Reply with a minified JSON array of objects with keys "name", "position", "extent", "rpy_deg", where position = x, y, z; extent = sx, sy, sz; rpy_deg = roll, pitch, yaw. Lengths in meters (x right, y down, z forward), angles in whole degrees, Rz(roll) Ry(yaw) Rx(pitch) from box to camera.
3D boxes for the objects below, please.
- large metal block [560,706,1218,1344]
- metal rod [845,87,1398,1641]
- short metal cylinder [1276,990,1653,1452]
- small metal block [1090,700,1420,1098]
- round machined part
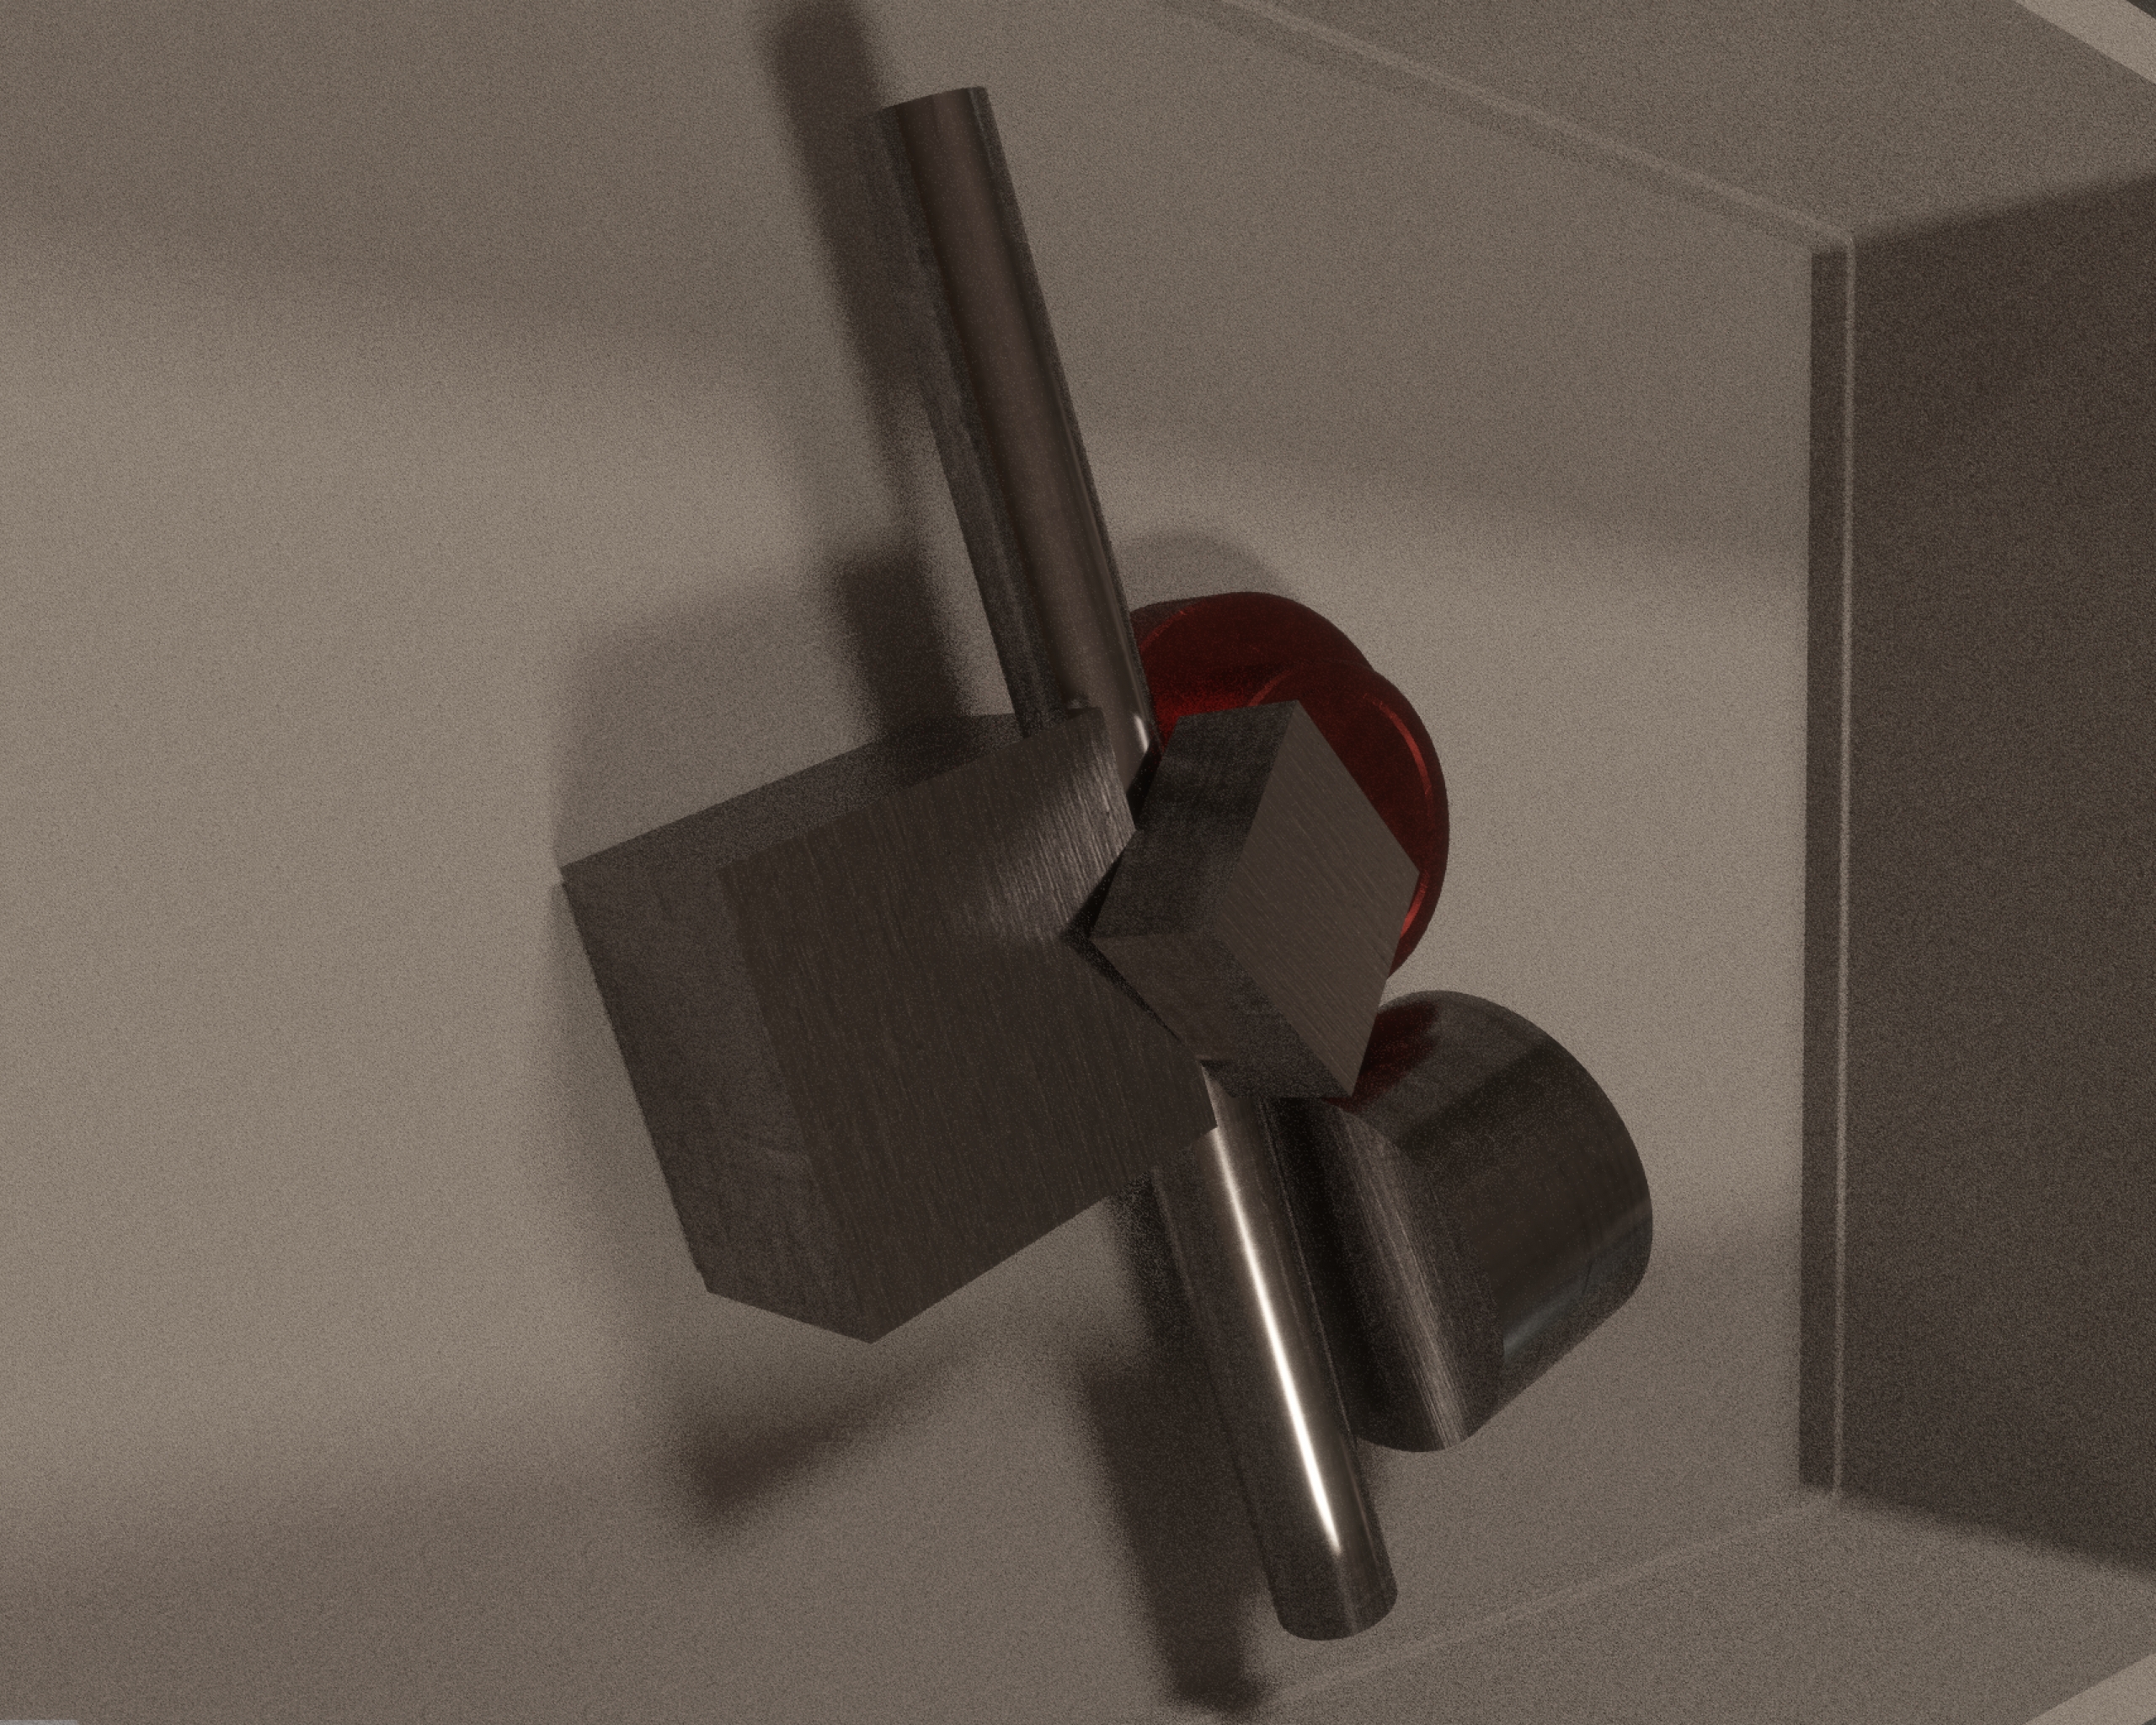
[{"name":"large metal block","position":[-0.030,0.024,0.361],"extent":[0.081,0.050,0.080],"rpy_deg":[-26,107,-37]},{"name":"metal rod","position":[0.013,0.011,0.390],"extent":[0.025,0.025,0.298],"rpy_deg":[-26,107,-37]},{"name":"short metal cylinder","position":[0.069,0.073,0.430],"extent":[0.050,0.080,0.080],"rpy_deg":[-26,107,-37]},{"name":"small metal block","position":[0.033,0.007,0.372],"extent":[0.050,0.025,0.050],"rpy_deg":[50,49,-37]},{"name":"round machined part","position":[0.038,-0.007,0.427],"extent":[0.099,0.042,0.097],"rpy_deg":[0,90,-40]}]
